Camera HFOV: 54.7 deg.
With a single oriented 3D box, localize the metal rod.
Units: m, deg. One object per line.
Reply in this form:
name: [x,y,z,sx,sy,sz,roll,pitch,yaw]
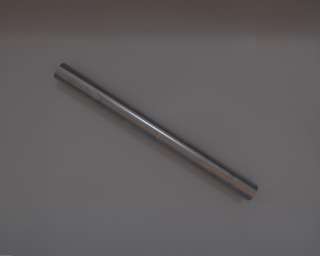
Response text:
metal rod: [-0.005,0.005,0.409,0.301,0.025,0.025,32,90,-1]
